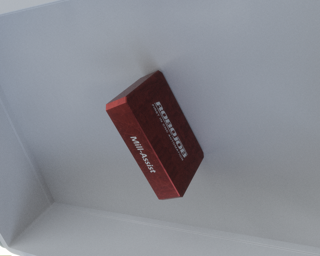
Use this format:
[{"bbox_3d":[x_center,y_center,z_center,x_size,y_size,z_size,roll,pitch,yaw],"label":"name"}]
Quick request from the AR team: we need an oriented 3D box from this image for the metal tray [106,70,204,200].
[{"bbox_3d":[0.000,0.007,0.368,0.030,0.090,0.130,-17,110,34],"label":"metal tray"}]
